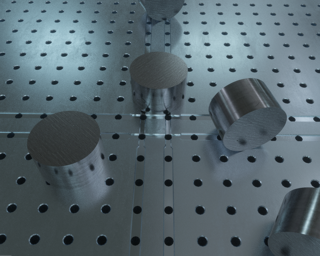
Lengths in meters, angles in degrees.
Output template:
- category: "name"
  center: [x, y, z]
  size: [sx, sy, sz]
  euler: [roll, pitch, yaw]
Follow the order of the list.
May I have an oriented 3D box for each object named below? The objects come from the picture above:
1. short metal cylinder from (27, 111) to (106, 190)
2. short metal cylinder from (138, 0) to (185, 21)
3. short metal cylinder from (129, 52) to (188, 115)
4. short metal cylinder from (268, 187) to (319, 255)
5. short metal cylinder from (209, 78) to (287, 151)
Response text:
- category: "short metal cylinder"
  center: [-0.108, 0.026, 0.369]
  size: [0.081, 0.050, 0.080]
  euler: [0, 50, 0]
- category: "short metal cylinder"
  center: [0.001, -0.251, 0.583]
  size: [0.081, 0.080, 0.050]
  euler: [-17, 52, -14]
- category: "short metal cylinder"
  center: [-0.002, -0.065, 0.446]
  size: [0.081, 0.050, 0.080]
  euler: [0, 50, 0]
- category: "short metal cylinder"
  center: [0.149, 0.101, 0.289]
  size: [0.080, 0.080, 0.050]
  euler: [25, 54, 19]
- category: "short metal cylinder"
  center: [0.108, -0.015, 0.386]
  size: [0.081, 0.080, 0.050]
  euler: [-11, 51, -10]
